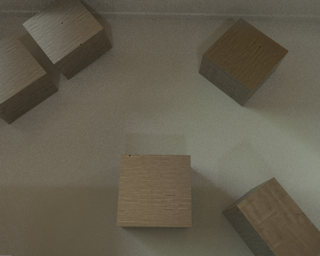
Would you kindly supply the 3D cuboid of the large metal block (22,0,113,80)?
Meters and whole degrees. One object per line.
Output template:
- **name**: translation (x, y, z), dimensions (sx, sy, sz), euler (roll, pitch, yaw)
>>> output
- **large metal block**: translation (-0.128, -0.130, 0.437), dimensions (0.080, 0.050, 0.080), euler (-39, 75, -6)

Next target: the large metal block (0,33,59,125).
- **large metal block**: translation (-0.201, -0.066, 0.418), dimensions (0.080, 0.050, 0.080), euler (-39, 75, -13)

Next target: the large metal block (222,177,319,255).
- **large metal block**: translation (0.121, 0.108, 0.342), dimensions (0.050, 0.080, 0.080), euler (-34, 74, -11)

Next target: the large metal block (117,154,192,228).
- **large metal block**: translation (-0.006, 0.077, 0.368), dimensions (0.081, 0.050, 0.080), euler (1, 70, 0)

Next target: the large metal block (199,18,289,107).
- **large metal block**: translation (0.114, -0.091, 0.431), dimensions (0.080, 0.050, 0.080), euler (41, 75, 13)
